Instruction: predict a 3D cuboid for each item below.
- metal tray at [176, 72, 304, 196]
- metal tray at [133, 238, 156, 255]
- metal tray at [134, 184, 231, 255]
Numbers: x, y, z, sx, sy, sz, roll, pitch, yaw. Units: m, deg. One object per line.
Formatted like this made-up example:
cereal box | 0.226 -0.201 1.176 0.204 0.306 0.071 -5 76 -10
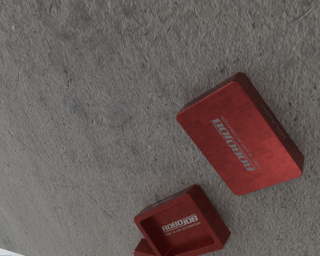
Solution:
metal tray | 0.093 0.012 0.362 0.090 0.030 0.130 -31 102 38
metal tray | 0.011 0.265 0.562 0.090 0.030 0.129 1 119 27
metal tray | 0.029 0.149 0.469 0.129 0.030 0.090 -35 88 38
